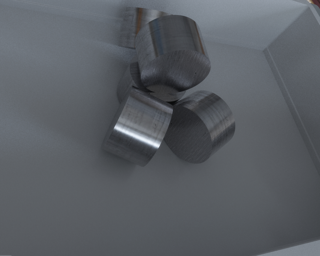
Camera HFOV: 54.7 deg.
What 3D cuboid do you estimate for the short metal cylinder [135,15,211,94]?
[{"bbox_3d":[0.014,-0.083,0.362,0.081,0.080,0.050,3,61,-27],"label":"short metal cylinder"}]

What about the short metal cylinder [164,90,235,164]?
[{"bbox_3d":[0.047,-0.002,0.395,0.050,0.080,0.080,-33,80,-37],"label":"short metal cylinder"}]

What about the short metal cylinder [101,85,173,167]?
[{"bbox_3d":[-0.027,-0.002,0.355,0.050,0.080,0.080,26,53,-12],"label":"short metal cylinder"}]

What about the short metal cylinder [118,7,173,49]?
[{"bbox_3d":[-0.015,-0.133,0.433,0.081,0.080,0.050,4,103,-26],"label":"short metal cylinder"}]

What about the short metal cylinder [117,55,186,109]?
[{"bbox_3d":[-0.011,-0.056,0.414,0.081,0.050,0.080,14,56,-21],"label":"short metal cylinder"}]
